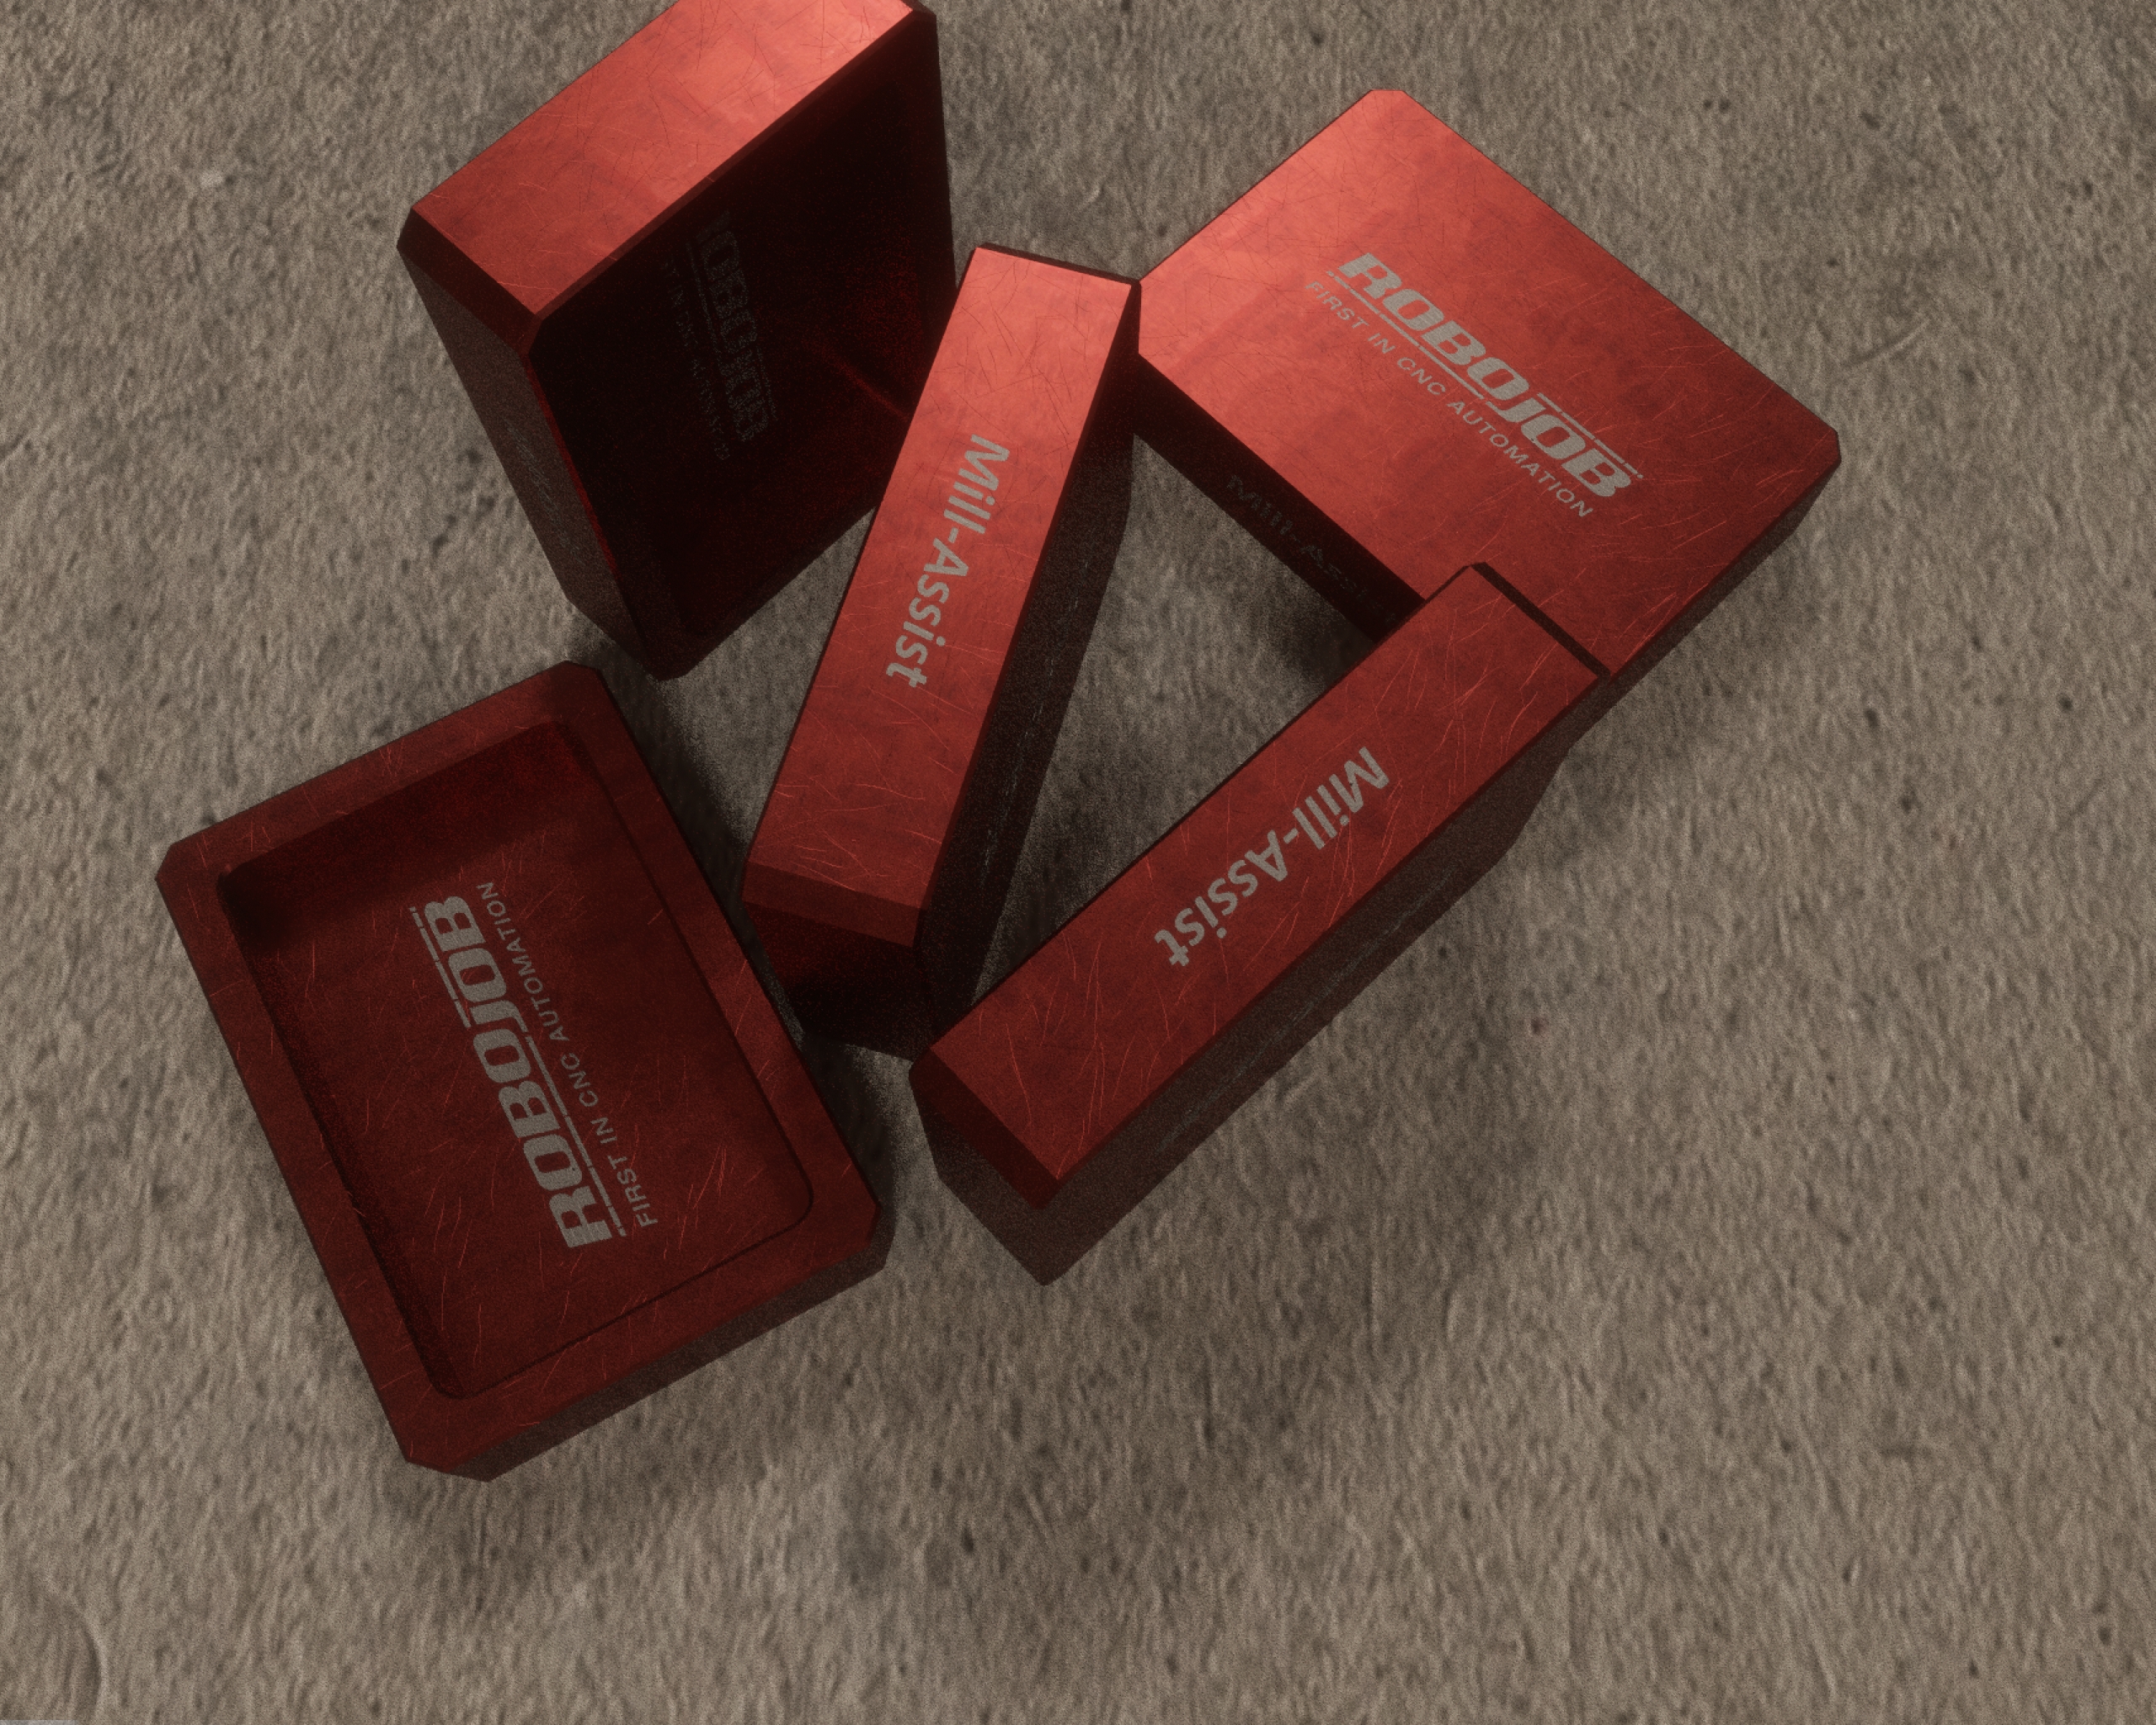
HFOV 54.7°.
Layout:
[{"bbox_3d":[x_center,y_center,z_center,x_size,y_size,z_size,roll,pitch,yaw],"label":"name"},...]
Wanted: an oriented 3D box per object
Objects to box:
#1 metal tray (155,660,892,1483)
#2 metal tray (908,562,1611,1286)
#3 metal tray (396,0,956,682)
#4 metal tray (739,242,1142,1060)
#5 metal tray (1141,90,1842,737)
[{"bbox_3d":[-0.103,0.037,0.392,0.090,0.030,0.130,-27,73,-10],"label":"metal tray"},{"bbox_3d":[0.031,0.014,0.370,0.130,0.090,0.030,-42,76,-14],"label":"metal tray"},{"bbox_3d":[-0.065,-0.097,0.388,0.030,0.130,0.090,42,75,13],"label":"metal tray"},{"bbox_3d":[-0.021,-0.035,0.387,0.030,0.090,0.130,16,71,5],"label":"metal tray"},{"bbox_3d":[0.081,-0.094,0.442,0.090,0.030,0.130,-43,76,-14],"label":"metal tray"}]
